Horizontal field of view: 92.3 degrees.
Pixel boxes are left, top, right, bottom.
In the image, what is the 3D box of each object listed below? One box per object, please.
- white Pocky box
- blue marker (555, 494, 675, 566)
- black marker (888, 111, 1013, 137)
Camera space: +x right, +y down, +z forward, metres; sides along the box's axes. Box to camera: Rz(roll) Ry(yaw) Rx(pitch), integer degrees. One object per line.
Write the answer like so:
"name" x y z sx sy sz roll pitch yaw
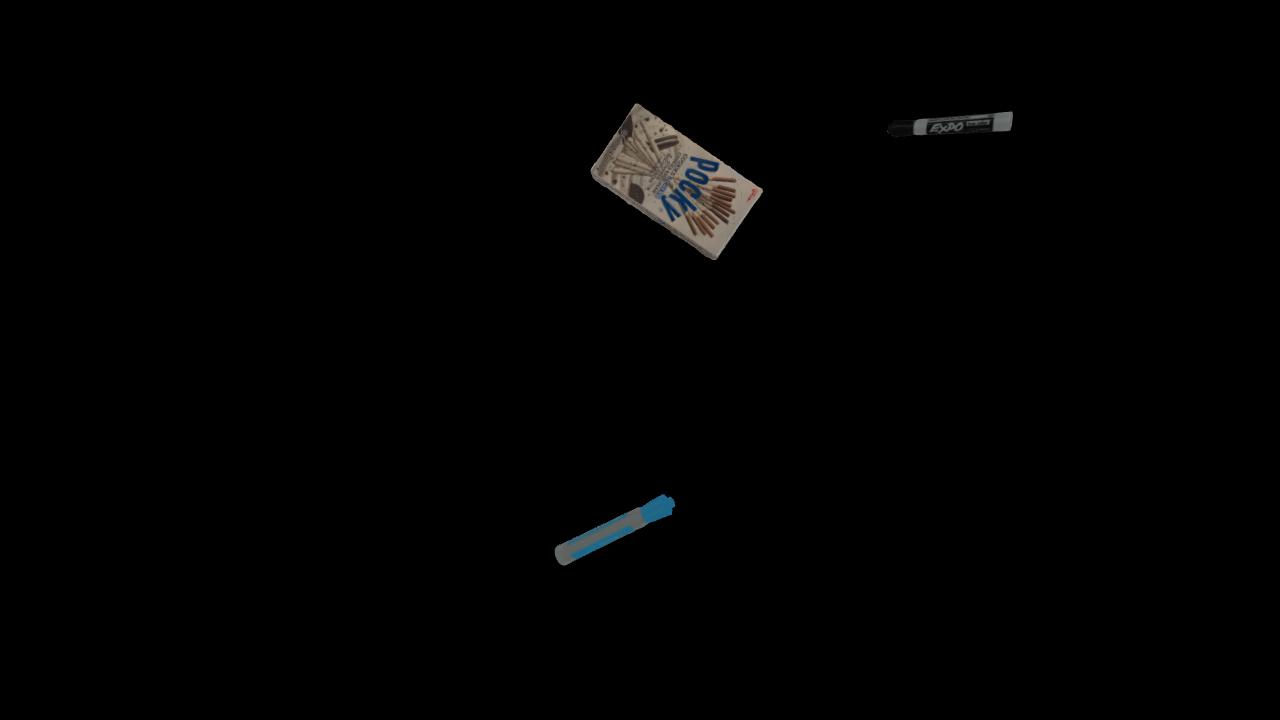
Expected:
"white Pocky box" 0.036 -0.177 0.616 0.154 0.084 0.028 35 3 1
"blue marker" -0.022 0.150 0.543 0.121 0.020 0.020 -30 -9 17
"black marker" 0.330 -0.252 0.662 0.121 0.020 0.020 10 5 34
